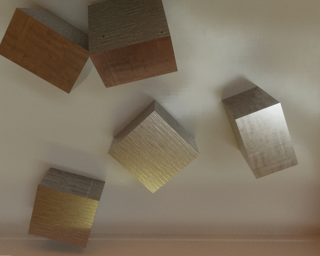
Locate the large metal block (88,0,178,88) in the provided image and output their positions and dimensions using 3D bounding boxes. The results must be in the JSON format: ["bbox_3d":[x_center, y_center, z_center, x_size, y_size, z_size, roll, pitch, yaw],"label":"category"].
[{"bbox_3d":[-0.030,-0.098,0.338,0.080,0.080,0.050,-13,146,4],"label":"large metal block"}]

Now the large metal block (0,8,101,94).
[{"bbox_3d":[-0.116,-0.089,0.348,0.080,0.080,0.050,30,108,-11],"label":"large metal block"}]

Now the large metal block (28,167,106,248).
[{"bbox_3d":[-0.130,0.112,0.438,0.080,0.050,0.079,16,109,-6],"label":"large metal block"}]

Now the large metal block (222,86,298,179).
[{"bbox_3d":[0.121,0.002,0.384,0.050,0.080,0.080,-21,109,8],"label":"large metal block"}]

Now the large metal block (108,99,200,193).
[{"bbox_3d":[-0.008,0.024,0.406,0.080,0.050,0.080,-42,105,14],"label":"large metal block"}]
